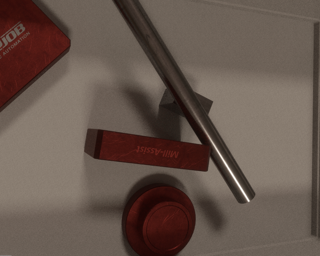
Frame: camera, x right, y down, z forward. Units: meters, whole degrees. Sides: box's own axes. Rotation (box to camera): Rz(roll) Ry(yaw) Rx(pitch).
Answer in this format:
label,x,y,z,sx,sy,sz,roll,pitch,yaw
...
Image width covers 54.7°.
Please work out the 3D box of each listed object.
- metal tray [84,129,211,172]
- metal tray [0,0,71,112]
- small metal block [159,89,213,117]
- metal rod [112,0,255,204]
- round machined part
label,x,y,z,sx,sy,sz,roll,pitch,yaw
metal tray,-0.018,0.025,0.370,0.131,0.090,0.030,9,87,-20
metal tray,-0.177,-0.083,0.342,0.090,0.030,0.130,46,75,-15
small metal block,0.033,-0.033,0.411,0.050,0.050,0.025,24,82,-19
metal rod,0.031,-0.034,0.369,0.025,0.025,0.299,-36,102,-17
round machined part,0.003,0.124,0.404,0.099,0.042,0.097,0,90,-21
